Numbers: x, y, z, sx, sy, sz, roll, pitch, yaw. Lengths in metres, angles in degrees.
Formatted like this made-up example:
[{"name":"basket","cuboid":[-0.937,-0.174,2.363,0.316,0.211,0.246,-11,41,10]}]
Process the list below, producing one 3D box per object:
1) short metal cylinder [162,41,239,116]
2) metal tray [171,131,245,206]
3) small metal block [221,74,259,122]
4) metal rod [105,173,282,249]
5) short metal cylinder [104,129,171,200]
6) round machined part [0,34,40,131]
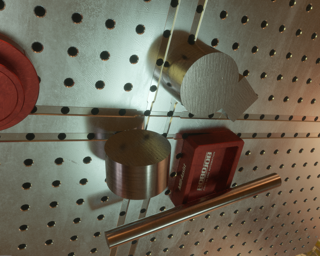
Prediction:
[{"name":"short metal cylinder","cuboid":[0.049,-0.062,0.384,0.081,0.050,0.079,-14,124,-21]},{"name":"metal tray","cuboid":[0.074,0.071,0.492,0.091,0.030,0.129,-5,121,-26]},{"name":"small metal block","cuboid":[0.105,-0.045,0.441,0.050,0.025,0.050,-45,129,3]},{"name":"metal rod","cuboid":[0.064,0.122,0.482,0.302,0.025,0.025,-13,124,-21]},{"name":"short metal cylinder","cuboid":[-0.028,0.043,0.387,0.081,0.080,0.050,-11,123,-23]},{"name":"round machined part","cuboid":[-0.164,-0.037,0.287,0.099,0.042,0.097,-14,124,-21]}]
